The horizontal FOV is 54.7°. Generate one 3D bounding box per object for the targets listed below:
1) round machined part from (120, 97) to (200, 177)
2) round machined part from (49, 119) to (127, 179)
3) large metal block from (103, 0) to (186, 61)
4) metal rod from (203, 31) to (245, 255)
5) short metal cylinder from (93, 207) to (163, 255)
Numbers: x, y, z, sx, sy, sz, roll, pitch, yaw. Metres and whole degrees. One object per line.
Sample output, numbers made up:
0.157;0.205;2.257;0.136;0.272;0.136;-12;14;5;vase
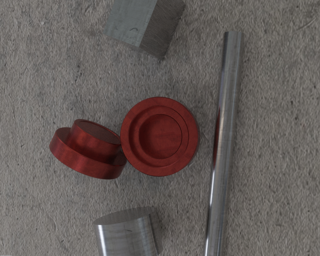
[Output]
0.003;0.011;0.396;0.098;0.042;0.097;0;89;15;round machined part
-0.087;0.022;0.401;0.098;0.098;0.042;31;100;17;round machined part
-0.016;-0.137;0.385;0.050;0.080;0.080;25;98;18;large metal block
0.077;0.034;0.381;0.025;0.025;0.298;6;92;20;metal rod
-0.040;0.136;0.394;0.080;0.080;0.050;-12;86;19;short metal cylinder
